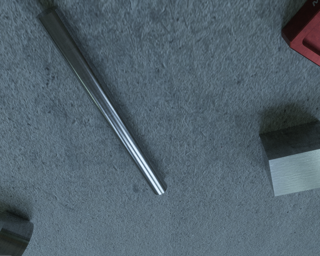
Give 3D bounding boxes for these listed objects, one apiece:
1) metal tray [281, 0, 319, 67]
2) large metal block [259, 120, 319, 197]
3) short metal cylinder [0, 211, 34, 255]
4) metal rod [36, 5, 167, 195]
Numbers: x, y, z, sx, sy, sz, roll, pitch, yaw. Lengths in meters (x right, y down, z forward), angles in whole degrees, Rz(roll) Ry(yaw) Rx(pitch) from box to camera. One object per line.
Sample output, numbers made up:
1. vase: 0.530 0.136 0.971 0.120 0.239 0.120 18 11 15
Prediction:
1. metal tray: 0.201 -0.119 0.305 0.090 0.030 0.129 24 126 -20
2. large metal block: 0.190 0.044 0.431 0.080 0.050 0.080 -15 129 12
3. short metal cylinder: -0.263 0.190 0.529 0.080 0.080 0.050 -37 121 27
4. metal rod: -0.056 -0.010 0.397 0.025 0.025 0.299 -17 129 14
